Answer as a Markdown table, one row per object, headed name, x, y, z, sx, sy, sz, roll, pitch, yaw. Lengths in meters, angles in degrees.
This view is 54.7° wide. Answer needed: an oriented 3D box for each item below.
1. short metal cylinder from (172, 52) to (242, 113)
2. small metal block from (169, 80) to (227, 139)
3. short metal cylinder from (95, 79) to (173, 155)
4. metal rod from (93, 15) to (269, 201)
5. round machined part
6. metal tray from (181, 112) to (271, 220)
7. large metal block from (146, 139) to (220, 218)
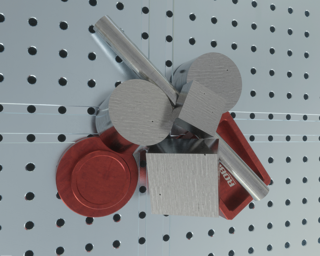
| name | x | y | z | sx | sy | sz | roll | pitch | yaw |
| --- | --- | --- | --- | --- | --- | --- | --- | --- | --- |
| short metal cylinder | 0.062 | -0.057 | 0.419 | 0.081 | 0.050 | 0.079 | 0 | 90 | -20 |
| small metal block | 0.046 | -0.021 | 0.370 | 0.050 | 0.025 | 0.050 | 28 | 73 | -18 |
| short metal cylinder | -0.031 | -0.012 | 0.372 | 0.081 | 0.050 | 0.080 | 9 | 70 | -26 |
| metal rod | 0.030 | -0.022 | 0.394 | 0.300 | 0.025 | 0.025 | 46 | 75 | -5 |
| round machined part | -0.073 | 0.059 | 0.372 | 0.099 | 0.042 | 0.097 | 0 | 90 | -20 |
| metal tray | 0.089 | 0.052 | 0.439 | 0.090 | 0.030 | 0.130 | -38 | 102 | -16 |
| large metal block | 0.031 | 0.059 | 0.379 | 0.080 | 0.050 | 0.079 | 0 | 107 | 13 |
